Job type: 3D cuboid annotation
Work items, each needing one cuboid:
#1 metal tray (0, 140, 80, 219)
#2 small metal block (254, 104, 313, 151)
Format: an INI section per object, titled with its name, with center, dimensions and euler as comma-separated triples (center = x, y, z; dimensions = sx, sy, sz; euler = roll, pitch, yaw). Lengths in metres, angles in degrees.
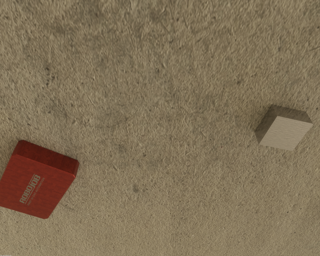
[metal tray]
center = -0.191, 0.083, 0.472
dimensions = 0.090, 0.030, 0.129
euler = 25, 126, -20
[small metal block]
center = 0.162, 0.000, 0.410
dimensions = 0.050, 0.025, 0.050
euler = 11, 129, -10
